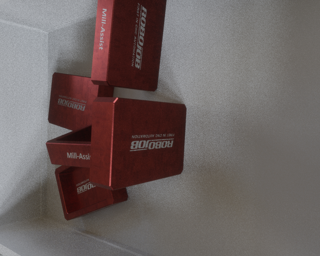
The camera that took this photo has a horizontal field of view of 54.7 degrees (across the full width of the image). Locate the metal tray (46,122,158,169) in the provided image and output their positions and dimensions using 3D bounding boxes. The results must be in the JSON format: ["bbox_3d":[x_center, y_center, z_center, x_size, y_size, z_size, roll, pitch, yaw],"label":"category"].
[{"bbox_3d":[-0.068,0.019,0.396,0.130,0.091,0.030,0,108,35],"label":"metal tray"}]

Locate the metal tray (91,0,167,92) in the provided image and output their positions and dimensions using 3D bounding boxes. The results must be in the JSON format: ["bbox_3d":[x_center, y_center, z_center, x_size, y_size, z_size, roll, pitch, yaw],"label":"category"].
[{"bbox_3d":[-0.037,-0.115,0.395,0.030,0.091,0.129,11,97,39],"label":"metal tray"}]

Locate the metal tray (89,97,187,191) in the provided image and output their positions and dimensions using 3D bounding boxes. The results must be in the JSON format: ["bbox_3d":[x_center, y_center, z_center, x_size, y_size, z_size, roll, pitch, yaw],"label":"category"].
[{"bbox_3d":[-0.019,0.014,0.353,0.030,0.131,0.089,5,93,36],"label":"metal tray"}]

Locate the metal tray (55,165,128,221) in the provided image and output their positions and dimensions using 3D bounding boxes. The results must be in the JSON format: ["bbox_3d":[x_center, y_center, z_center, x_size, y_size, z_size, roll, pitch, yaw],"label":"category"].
[{"bbox_3d":[-0.115,0.089,0.498,0.130,0.030,0.090,-28,73,36],"label":"metal tray"}]

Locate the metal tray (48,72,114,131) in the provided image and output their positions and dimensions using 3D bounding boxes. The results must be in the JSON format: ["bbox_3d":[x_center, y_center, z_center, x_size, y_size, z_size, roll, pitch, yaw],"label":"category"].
[{"bbox_3d":[-0.135,-0.041,0.515,0.130,0.030,0.089,14,99,39],"label":"metal tray"}]
